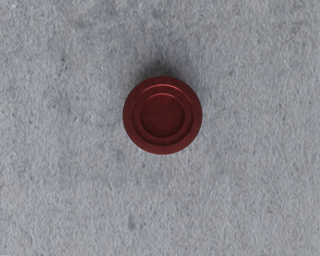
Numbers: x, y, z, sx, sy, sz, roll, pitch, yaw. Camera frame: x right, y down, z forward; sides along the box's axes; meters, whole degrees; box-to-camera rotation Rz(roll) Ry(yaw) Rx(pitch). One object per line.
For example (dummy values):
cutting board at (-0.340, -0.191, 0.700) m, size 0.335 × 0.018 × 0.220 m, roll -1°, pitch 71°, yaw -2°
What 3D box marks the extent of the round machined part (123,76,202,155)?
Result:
round machined part at (0.003, -0.016, 0.402) m, size 0.099 × 0.042 × 0.097 m, roll 0°, pitch 90°, yaw -1°
